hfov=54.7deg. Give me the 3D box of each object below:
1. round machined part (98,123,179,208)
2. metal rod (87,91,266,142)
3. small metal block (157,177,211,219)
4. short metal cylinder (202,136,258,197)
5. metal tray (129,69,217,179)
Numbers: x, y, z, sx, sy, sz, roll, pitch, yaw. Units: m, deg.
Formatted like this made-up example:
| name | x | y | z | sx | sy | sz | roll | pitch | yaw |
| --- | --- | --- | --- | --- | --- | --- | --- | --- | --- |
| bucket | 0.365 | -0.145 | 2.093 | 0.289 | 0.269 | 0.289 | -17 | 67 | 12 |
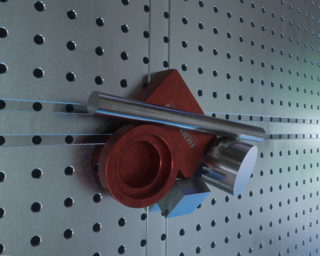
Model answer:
| name | x | y | z | sx | sy | sz | roll | pitch | yaw |
| --- | --- | --- | --- | --- | --- | --- | --- | --- | --- |
| round machined part | -0.028 | 0.042 | 0.370 | 0.099 | 0.042 | 0.097 | -5 | 99 | -34 |
| metal rod | 0.047 | -0.007 | 0.410 | 0.302 | 0.025 | 0.025 | 9 | 84 | -40 |
| small metal block | 0.032 | 0.094 | 0.421 | 0.050 | 0.025 | 0.050 | 3 | 131 | -41 |
| short metal cylinder | 0.105 | 0.055 | 0.464 | 0.081 | 0.050 | 0.079 | -36 | 137 | -43 |
| metal tray | 0.020 | -0.004 | 0.426 | 0.090 | 0.030 | 0.130 | -51 | 120 | -28 |
